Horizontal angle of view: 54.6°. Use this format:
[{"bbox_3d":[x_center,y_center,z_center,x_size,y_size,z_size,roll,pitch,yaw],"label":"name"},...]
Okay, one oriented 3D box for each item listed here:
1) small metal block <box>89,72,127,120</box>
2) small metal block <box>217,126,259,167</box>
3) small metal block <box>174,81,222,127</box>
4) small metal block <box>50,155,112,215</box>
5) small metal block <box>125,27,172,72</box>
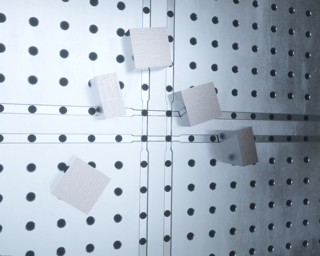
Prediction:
[{"bbox_3d":[-0.064,-0.037,0.375,0.025,0.050,0.050,-15,95,-19],"label":"small metal block"},{"bbox_3d":[0.109,0.025,0.439,0.025,0.050,0.050,-13,95,-19],"label":"small metal block"},{"bbox_3d":[0.053,-0.033,0.432,0.050,0.025,0.050,-18,96,-19],"label":"small metal block"},{"bbox_3d":[-0.096,0.068,0.377,0.050,0.025,0.050,37,78,-16],"label":"small metal block"},{"bbox_3d":[-0.015,-0.103,0.407,0.050,0.025,0.050,-10,94,-20],"label":"small metal block"}]
